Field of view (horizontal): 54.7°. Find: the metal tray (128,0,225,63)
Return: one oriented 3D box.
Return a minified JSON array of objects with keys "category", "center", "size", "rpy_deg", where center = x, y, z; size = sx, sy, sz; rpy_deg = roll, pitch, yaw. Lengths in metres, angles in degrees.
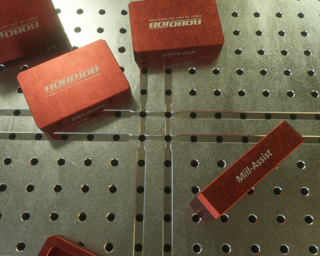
[{"category":"metal tray","center":[0.022,-0.150,0.464],"size":[0.131,0.030,0.090],"rpy_deg":[-6,70,-3]}]

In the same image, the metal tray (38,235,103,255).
[{"category":"metal tray","center":[-0.110,0.196,0.336],"size":[0.090,0.030,0.130],"rpy_deg":[24,71,8]}]

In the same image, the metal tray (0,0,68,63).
[{"category":"metal tray","center":[-0.206,-0.142,0.424],"size":[0.131,0.090,0.030],"rpy_deg":[-21,55,-8]}]

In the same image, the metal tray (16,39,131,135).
[{"category":"metal tray","center":[-0.117,-0.058,0.429],"size":[0.131,0.030,0.090],"rpy_deg":[-26,72,-10]}]

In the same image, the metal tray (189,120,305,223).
[{"category":"metal tray","center":[0.096,0.054,0.358],"size":[0.131,0.090,0.030],"rpy_deg":[-38,75,-13]}]
